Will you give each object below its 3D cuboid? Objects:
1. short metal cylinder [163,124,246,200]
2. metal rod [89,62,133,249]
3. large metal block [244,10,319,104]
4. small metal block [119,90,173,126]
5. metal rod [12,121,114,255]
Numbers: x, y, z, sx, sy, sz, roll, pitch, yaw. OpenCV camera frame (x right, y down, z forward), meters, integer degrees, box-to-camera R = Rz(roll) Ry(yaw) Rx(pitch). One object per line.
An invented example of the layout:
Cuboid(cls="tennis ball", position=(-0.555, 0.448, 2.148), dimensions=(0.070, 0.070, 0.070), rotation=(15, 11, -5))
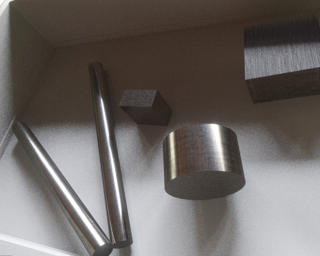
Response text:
Cuboid(cls="short metal cylinder", position=(0.044, 0.038, 0.323), dimensions=(0.080, 0.080, 0.050), rotation=(-15, 56, 19))
Cuboid(cls="metal rod", position=(-0.075, 0.014, 0.434), dimensions=(0.025, 0.025, 0.299), rotation=(-25, 53, 12))
Cuboid(cls="large metal block", position=(0.145, -0.081, 0.363), dimensions=(0.080, 0.050, 0.080), rotation=(-7, 59, 24))
Cuboid(cls="small metal block", position=(-0.018, -0.027, 0.414), dimensions=(0.050, 0.050, 0.025), rotation=(4, 64, 30))
Cuboid(cls="metal rod", position=(-0.150, 0.066, 0.429), dimensions=(0.025, 0.025, 0.300), rotation=(-48, 48, -6))
